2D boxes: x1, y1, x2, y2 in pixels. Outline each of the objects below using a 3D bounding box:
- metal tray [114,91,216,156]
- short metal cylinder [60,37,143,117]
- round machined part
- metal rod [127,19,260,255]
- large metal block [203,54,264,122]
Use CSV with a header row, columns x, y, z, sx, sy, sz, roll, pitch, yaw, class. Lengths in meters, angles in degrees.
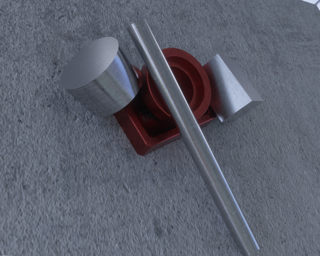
x,y,z,sx,sy,sz,roll,pitch,yaw,class
0.006,-0.027,0.423,0.131,0.030,0.090,-23,74,-36,metal tray
-0.068,-0.060,0.363,0.050,0.080,0.080,50,39,-42,short metal cylinder
0.016,-0.051,0.404,0.099,0.042,0.098,10,72,-31,round machined part
0.041,0.015,0.364,0.025,0.025,0.299,-31,96,-38,metal rod
0.102,-0.058,0.460,0.080,0.050,0.080,58,27,13,large metal block
